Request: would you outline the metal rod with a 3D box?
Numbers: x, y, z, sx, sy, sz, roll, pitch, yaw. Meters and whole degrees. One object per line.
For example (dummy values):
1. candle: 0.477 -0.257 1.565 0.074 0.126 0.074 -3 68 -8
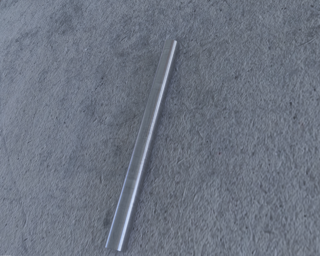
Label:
1. metal rod: -0.016 0.005 0.409 0.025 0.025 0.300 0 62 28
